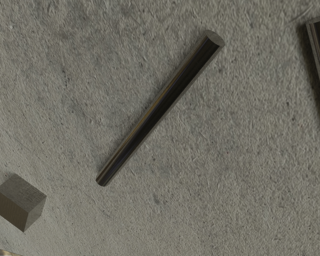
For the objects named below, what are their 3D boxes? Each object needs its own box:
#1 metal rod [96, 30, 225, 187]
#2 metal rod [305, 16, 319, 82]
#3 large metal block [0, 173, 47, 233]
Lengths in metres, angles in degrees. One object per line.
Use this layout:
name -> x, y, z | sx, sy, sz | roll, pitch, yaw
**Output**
metal rod -> -0.018, -0.004, 0.412 | 0.025, 0.025, 0.298 | 40, 129, 0
metal rod -> 0.200, 0.032, 0.321 | 0.025, 0.025, 0.299 | -12, 113, 33
large metal block -> -0.287, 0.154, 0.634 | 0.080, 0.050, 0.079 | 34, 129, 5
